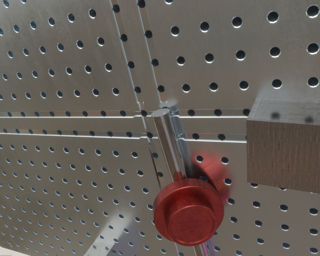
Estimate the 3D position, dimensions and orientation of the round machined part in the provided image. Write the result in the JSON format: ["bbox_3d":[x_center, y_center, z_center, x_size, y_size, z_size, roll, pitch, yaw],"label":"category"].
[{"bbox_3d":[0.041,0.122,0.425,0.099,0.042,0.097,-3,113,-6],"label":"round machined part"}]

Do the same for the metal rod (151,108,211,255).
[{"bbox_3d":[0.040,0.111,0.458,0.025,0.025,0.298,-3,117,29],"label":"metal rod"}]

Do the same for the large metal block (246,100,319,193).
[{"bbox_3d":[0.139,0.018,0.333,0.080,0.050,0.079,5,121,25],"label":"large metal block"}]

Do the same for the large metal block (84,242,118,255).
[{"bbox_3d":[-0.121,0.290,0.619,0.050,0.080,0.080,-3,117,30],"label":"large metal block"}]
